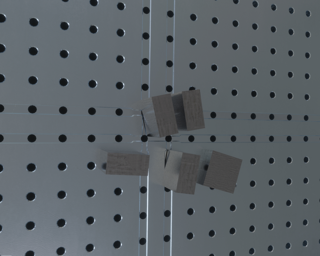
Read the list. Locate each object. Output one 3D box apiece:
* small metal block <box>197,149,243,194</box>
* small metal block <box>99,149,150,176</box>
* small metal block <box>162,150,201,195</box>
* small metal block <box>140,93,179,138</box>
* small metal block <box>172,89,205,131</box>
[{"bbox_3d":[0.084,0.062,0.443,0.050,0.025,0.050,18,84,-19],"label":"small metal block"},{"bbox_3d":[-0.045,0.042,0.383,0.050,0.050,0.025,6,88,-20],"label":"small metal block"},{"bbox_3d":[0.027,0.057,0.409,0.025,0.050,0.050,11,87,-20],"label":"small metal block"},{"bbox_3d":[-0.002,-0.015,0.398,0.025,0.050,0.050,-13,95,-19],"label":"small metal block"},{"bbox_3d":[0.034,-0.023,0.411,0.025,0.050,0.050,-9,93,-20],"label":"small metal block"}]
